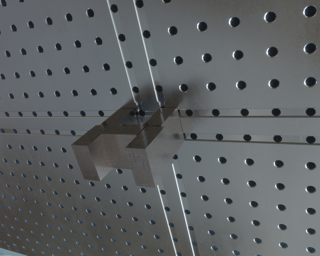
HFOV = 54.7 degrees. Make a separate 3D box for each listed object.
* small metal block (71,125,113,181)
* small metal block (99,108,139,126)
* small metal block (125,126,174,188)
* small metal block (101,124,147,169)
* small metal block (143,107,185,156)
[{"bbox_3d":[-0.077,0.030,0.387,0.025,0.050,0.050,1,118,28],"label":"small metal block"},{"bbox_3d":[-0.052,0.007,0.424,0.025,0.050,0.050,1,119,27],"label":"small metal block"},{"bbox_3d":[-0.010,0.031,0.352,0.025,0.050,0.050,1,118,28],"label":"small metal block"},{"bbox_3d":[-0.038,0.023,0.380,0.050,0.025,0.050,1,119,27],"label":"small metal block"},{"bbox_3d":[0.006,0.007,0.394,0.025,0.050,0.050,-1,118,28],"label":"small metal block"}]
